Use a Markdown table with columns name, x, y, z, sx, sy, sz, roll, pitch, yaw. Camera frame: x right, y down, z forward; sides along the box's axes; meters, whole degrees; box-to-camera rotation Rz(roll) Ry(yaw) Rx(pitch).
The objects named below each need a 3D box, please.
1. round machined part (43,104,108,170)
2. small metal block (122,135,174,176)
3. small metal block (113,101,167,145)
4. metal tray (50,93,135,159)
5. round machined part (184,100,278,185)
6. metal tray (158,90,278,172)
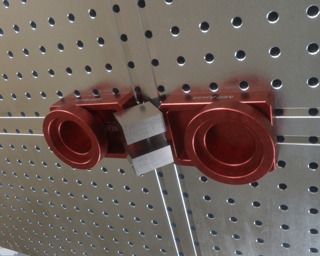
| name | x | y | z | sx | sy | sz | roll | pitch | yaw |
| --- | --- | --- | --- | --- | --- | --- | --- | --- | --- |
| round machined part | -0.117 | 0.009 | 0.451 | 0.098 | 0.042 | 0.097 | 13 | 124 | 21 |
| small metal block | -0.017 | 0.032 | 0.404 | 0.050 | 0.050 | 0.025 | -135 | 28 | -61 |
| small metal block | -0.026 | -0.008 | 0.386 | 0.050 | 0.050 | 0.025 | -135 | 28 | -61 |
| metal tray | -0.090 | -0.001 | 0.456 | 0.130 | 0.030 | 0.089 | -1 | 120 | 28 |
| round machined part | 0.081 | 0.013 | 0.349 | 0.098 | 0.042 | 0.097 | 13 | 124 | 21 |
| metal tray | 0.070 | 0.004 | 0.374 | 0.130 | 0.030 | 0.089 | 1 | 119 | 27 |
